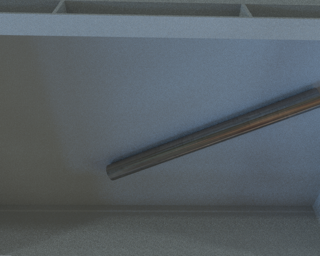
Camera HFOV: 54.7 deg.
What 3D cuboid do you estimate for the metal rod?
[{"bbox_3d":[0.061,0.014,0.422,0.300,0.025,0.025,-21,127,16],"label":"metal rod"}]
